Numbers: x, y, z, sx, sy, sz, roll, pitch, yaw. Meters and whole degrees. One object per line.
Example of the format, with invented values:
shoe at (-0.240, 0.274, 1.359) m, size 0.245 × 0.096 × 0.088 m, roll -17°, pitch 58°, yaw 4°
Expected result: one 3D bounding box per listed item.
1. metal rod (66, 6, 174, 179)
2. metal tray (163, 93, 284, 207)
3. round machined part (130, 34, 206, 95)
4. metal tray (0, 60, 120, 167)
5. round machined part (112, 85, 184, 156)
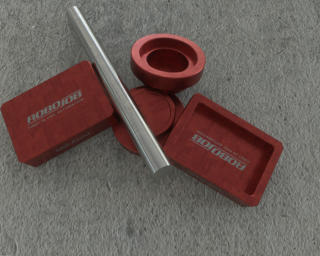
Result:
metal rod at (-0.064, -0.064, 0.397) m, size 0.025 × 0.025 × 0.299 m, roll -26°, pitch 59°, yaw -9°
metal tray at (0.076, 0.027, 0.386) m, size 0.130 × 0.030 × 0.090 m, roll 31°, pitch 72°, yaw 0°
round machined part at (0.009, -0.083, 0.419) m, size 0.099 × 0.042 × 0.098 m, roll 4°, pitch 48°, yaw -5°
metal tray at (-0.129, -0.019, 0.401) m, size 0.130 × 0.030 × 0.090 m, roll -29°, pitch 70°, yaw -1°
round machined part at (-0.015, -0.014, 0.406) m, size 0.099 × 0.042 × 0.098 m, roll 0°, pitch 70°, yaw 0°
